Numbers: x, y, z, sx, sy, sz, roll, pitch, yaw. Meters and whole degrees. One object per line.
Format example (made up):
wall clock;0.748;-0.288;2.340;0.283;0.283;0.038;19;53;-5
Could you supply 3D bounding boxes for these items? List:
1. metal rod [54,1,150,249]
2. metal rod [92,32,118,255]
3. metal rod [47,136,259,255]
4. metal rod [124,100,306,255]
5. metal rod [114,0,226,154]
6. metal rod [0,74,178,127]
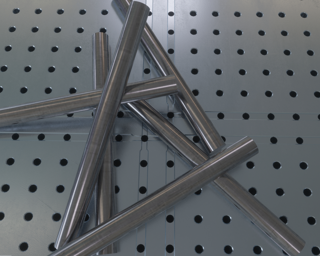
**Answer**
metal rod;-0.067;-0.004;0.367;0.025;0.025;0.299;17;88;6
metal rod;-0.075;0.005;0.409;0.025;0.025;0.299;-5;70;-2
metal rod;-0.018;0.093;0.349;0.301;0.025;0.025;-29;73;-10
metal rod;0.052;0.043;0.396;0.300;0.025;0.025;42;75;14
metal rod;0.003;-0.096;0.446;0.025;0.025;0.299;-27;72;-9
metal rod;-0.127;-0.029;0.400;0.301;0.025;0.025;-10;70;4
